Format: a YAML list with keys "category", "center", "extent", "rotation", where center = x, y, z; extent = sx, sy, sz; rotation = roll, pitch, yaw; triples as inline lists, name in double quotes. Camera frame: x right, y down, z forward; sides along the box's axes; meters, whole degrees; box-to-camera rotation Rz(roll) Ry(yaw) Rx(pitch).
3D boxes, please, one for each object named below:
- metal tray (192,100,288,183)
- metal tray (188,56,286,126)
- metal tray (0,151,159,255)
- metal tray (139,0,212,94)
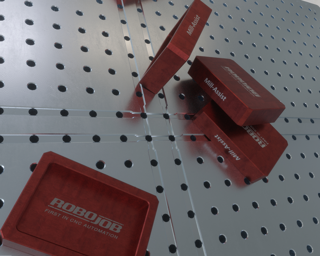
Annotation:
- category: "metal tray"
  center: [0.122, 0.006, 0.467]
  extent: [0.130, 0.030, 0.090]
  rotation: [47, 51, 4]
- category: "metal tray"
  center: [0.113, -0.059, 0.469]
  extent: [0.091, 0.030, 0.130]
  rotation: [-6, 46, -39]
- category: "metal tray"
  center: [-0.074, 0.090, 0.310]
  extent: [0.131, 0.030, 0.090]
  rotation: [26, 53, -12]
- category: "metal tray"
  center: [0.023, -0.119, 0.449]
  extent: [0.030, 0.090, 0.130]
  rotation: [34, 51, -11]
